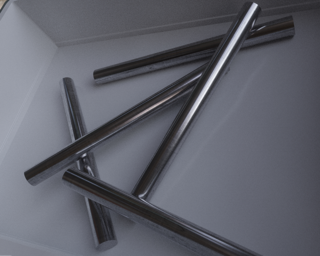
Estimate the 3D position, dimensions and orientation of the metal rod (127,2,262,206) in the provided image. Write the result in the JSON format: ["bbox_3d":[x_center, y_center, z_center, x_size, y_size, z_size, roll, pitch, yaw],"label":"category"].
[{"bbox_3d":[0.042,-0.026,0.380,0.025,0.025,0.299,26,82,37],"label":"metal rod"}]

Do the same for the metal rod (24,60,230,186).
[{"bbox_3d":[-0.043,-0.010,0.413,0.301,0.025,0.025,-31,51,0],"label":"metal rod"}]

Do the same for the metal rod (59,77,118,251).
[{"bbox_3d":[-0.112,0.028,0.447,0.025,0.025,0.300,-32,52,8],"label":"metal rod"}]

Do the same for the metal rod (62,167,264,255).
[{"bbox_3d":[0.017,0.102,0.311,0.300,0.025,0.025,18,71,27],"label":"metal rod"}]

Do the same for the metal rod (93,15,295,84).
[{"bbox_3d":[0.034,-0.108,0.453,0.300,0.025,0.025,-10,58,22],"label":"metal rod"}]
